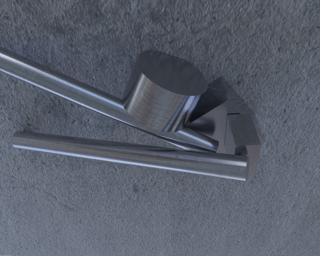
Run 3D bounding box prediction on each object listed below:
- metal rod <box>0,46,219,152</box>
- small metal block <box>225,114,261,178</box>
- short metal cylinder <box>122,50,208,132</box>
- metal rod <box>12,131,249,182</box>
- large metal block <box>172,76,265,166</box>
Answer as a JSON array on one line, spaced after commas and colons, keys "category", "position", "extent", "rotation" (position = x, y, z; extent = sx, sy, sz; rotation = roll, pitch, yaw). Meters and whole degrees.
[{"category": "metal rod", "position": [-0.076, -0.033, 0.342], "extent": [0.301, 0.025, 0.025], "rotation": [23, 127, -5]}, {"category": "small metal block", "position": [0.089, 0.020, 0.341], "extent": [0.025, 0.050, 0.050], "rotation": [-3, 130, 3]}, {"category": "short metal cylinder", "position": [0.005, -0.041, 0.339], "extent": [0.081, 0.080, 0.050], "rotation": [16, 128, -14]}, {"category": "metal rod", "position": [-0.052, 0.028, 0.362], "extent": [0.301, 0.025, 0.025], "rotation": [5, 134, 23]}, {"category": "large metal block", "position": [0.069, -0.004, 0.388], "extent": [0.080, 0.050, 0.080], "rotation": [-33, 123, 26]}]
